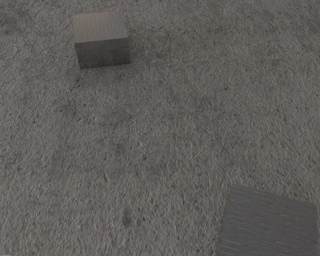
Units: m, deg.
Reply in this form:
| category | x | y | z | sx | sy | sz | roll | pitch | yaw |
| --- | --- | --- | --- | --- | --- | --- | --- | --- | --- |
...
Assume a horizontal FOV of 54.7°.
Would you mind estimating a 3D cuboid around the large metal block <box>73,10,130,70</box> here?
| category | x | y | z | sx | sy | sz | roll | pitch | yaw |
| --- | --- | --- | --- | --- | --- | --- | --- | --- | --- |
| large metal block | -0.096 | -0.146 | 0.509 | 0.081 | 0.050 | 0.080 | -8 | 51 | -7 |

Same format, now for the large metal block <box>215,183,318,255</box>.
| category | x | y | z | sx | sy | sz | roll | pitch | yaw |
| --- | --- | --- | --- | --- | --- | --- | --- | --- | --- |
| large metal block | 0.099 | 0.109 | 0.296 | 0.080 | 0.050 | 0.080 | 14 | 51 | 11 |
